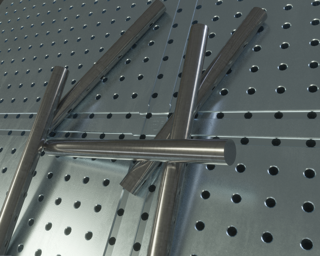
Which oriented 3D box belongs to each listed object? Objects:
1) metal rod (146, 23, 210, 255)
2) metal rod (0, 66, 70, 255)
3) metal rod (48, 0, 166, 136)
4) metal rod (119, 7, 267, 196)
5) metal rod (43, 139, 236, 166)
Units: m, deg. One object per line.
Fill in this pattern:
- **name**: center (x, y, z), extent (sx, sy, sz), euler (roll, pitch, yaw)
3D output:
- **metal rod**: center (0.024, 0.009, 0.365), extent (0.025, 0.025, 0.299), euler (2, 70, 29)
- **metal rod**: center (-0.192, 0.044, 0.458), extent (0.025, 0.025, 0.299), euler (3, 69, 29)
- **metal rod**: center (-0.097, -0.101, 0.519), extent (0.300, 0.025, 0.025), euler (-48, 52, -6)
- **metal rod**: center (0.049, -0.042, 0.406), extent (0.025, 0.025, 0.300), euler (30, 78, 37)
- **metal rod**: center (-0.051, 0.026, 0.382), extent (0.300, 0.025, 0.025), euler (-2, 60, 39)
